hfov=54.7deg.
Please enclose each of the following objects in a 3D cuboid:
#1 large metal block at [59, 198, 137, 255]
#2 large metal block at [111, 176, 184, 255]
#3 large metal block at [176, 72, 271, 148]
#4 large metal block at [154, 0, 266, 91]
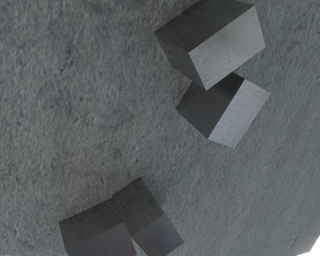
[{"bbox_3d":[-0.087,0.159,0.443,0.081,0.050,0.080,-23,127,-15],"label":"large metal block"},{"bbox_3d":[-0.018,0.131,0.444,0.050,0.080,0.080,-34,129,-7],"label":"large metal block"},{"bbox_3d":[0.077,-0.033,0.395,0.050,0.080,0.080,18,109,-36],"label":"large metal block"},{"bbox_3d":[0.053,-0.098,0.341,0.080,0.080,0.050,-37,130,-4],"label":"large metal block"}]
